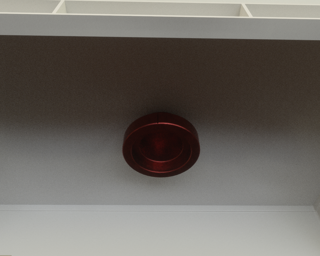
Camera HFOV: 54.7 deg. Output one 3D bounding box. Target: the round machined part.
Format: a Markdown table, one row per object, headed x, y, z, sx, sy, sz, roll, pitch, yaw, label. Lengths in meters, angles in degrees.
| x | y | z | sx | sy | sz | roll | pitch | yaw | label |
| --- | --- | --- | --- | --- | --- | --- | --- | --- | --- |
| 0.002 | 0.017 | 0.408 | 0.099 | 0.042 | 0.097 | -1 | 130 | 0 | round machined part |
